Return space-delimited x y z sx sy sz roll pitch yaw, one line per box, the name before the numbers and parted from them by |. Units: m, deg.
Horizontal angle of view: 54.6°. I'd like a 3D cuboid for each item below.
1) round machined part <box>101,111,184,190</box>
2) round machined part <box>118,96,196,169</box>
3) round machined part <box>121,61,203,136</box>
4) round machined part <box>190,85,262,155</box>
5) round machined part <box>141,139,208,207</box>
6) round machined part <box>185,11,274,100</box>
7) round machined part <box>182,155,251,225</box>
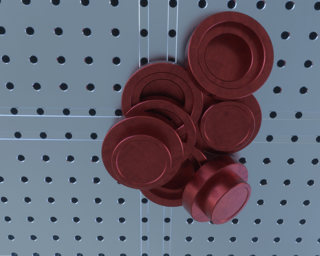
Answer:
round machined part | -0.021 0.032 0.371 0.099 0.042 0.097 0 110 0
round machined part | -0.004 0.005 0.406 0.099 0.042 0.097 0 110 0
round machined part | 0.003 -0.036 0.391 0.099 0.042 0.097 0 110 0
round machined part | 0.083 -0.008 0.401 0.099 0.042 0.097 0 110 0
round machined part | 0.017 0.055 0.425 0.099 0.042 0.097 0 110 0
round machined part | 0.077 -0.081 0.363 0.099 0.042 0.097 0 89 -7
round machined part | 0.081 0.088 0.411 0.099 0.042 0.097 -20 130 -26
